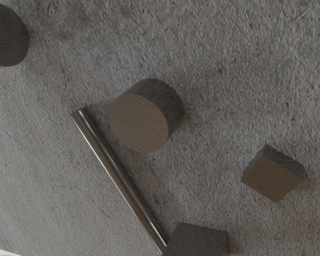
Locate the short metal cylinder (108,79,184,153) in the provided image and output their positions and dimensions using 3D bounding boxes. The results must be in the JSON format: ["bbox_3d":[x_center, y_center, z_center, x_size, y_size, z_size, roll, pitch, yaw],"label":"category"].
[{"bbox_3d":[-0.017,-0.016,0.388,0.080,0.050,0.079,13,124,20],"label":"short metal cylinder"}]

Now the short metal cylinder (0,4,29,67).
[{"bbox_3d":[-0.226,-0.120,0.413,0.050,0.080,0.080,0,119,28],"label":"short metal cylinder"}]

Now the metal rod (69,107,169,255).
[{"bbox_3d":[-0.050,0.101,0.493,0.025,0.025,0.299,-19,109,35],"label":"metal rod"}]

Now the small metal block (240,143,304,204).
[{"bbox_3d":[0.133,0.055,0.370,0.050,0.025,0.050,32,128,7],"label":"small metal block"}]

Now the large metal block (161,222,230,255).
[{"bbox_3d":[0.054,0.194,0.462,0.080,0.080,0.050,4,120,26],"label":"large metal block"}]
